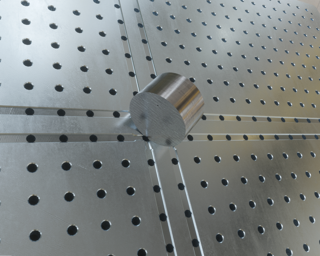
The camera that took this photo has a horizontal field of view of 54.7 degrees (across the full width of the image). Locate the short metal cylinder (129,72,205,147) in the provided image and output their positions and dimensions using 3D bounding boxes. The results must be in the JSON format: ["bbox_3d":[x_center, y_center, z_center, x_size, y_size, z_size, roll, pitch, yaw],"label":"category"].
[{"bbox_3d":[0.009,-0.023,0.392,0.080,0.080,0.050,42,51,0],"label":"short metal cylinder"}]
